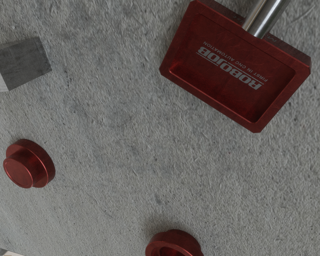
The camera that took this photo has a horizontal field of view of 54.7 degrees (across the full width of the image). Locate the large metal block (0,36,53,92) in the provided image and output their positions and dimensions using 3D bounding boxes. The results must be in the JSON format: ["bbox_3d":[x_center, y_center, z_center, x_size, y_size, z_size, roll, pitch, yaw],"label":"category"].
[{"bbox_3d":[-0.215,-0.087,0.431,0.080,0.080,0.050,0,118,28],"label":"large metal block"}]

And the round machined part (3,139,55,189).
[{"bbox_3d":[-0.246,0.072,0.570,0.098,0.042,0.097,13,124,21],"label":"round machined part"}]

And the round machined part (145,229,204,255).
[{"bbox_3d":[0.029,0.206,0.508,0.098,0.042,0.097,13,124,21],"label":"round machined part"}]

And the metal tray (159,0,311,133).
[{"bbox_3d":[0.074,-0.064,0.324,0.130,0.030,0.089,33,129,6],"label":"metal tray"}]

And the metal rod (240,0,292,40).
[{"bbox_3d":[0.145,-0.193,0.193,0.025,0.025,0.298,34,123,6],"label":"metal rod"}]
